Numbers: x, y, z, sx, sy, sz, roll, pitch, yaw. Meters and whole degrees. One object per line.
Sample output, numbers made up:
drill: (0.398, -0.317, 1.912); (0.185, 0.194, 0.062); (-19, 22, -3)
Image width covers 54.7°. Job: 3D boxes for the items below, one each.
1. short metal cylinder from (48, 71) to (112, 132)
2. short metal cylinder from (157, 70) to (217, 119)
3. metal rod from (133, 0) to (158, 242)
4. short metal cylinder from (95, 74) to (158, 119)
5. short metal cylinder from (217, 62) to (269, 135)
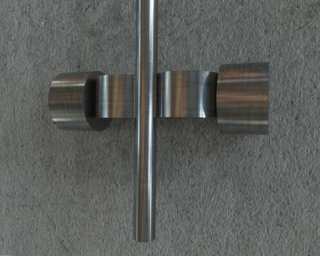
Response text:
short metal cylinder: (-0.103, -0.036, 0.417); (0.050, 0.080, 0.080); (1, 90, 20)
short metal cylinder: (0.033, -0.037, 0.369); (0.080, 0.080, 0.050); (1, 91, 20)
metal rod: (-0.016, -0.024, 0.350); (0.025, 0.025, 0.298); (1, 90, 20)
short metal cylinder: (-0.042, -0.037, 0.396); (0.080, 0.080, 0.050); (1, 91, 20)
short metal cylinder: (0.096, -0.032, 0.347); (0.050, 0.080, 0.080); (1, 90, 20)
